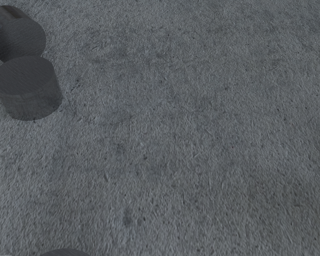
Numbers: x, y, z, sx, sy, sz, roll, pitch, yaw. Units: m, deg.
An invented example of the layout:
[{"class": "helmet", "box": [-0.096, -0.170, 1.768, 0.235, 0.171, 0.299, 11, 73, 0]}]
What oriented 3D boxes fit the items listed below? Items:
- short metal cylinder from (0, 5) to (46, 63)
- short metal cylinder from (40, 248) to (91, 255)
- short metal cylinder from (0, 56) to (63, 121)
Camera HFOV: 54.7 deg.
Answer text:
[{"class": "short metal cylinder", "box": [-0.229, -0.144, 0.487, 0.080, 0.080, 0.050, -36, 59, -26]}, {"class": "short metal cylinder", "box": [-0.081, 0.150, 0.260, 0.080, 0.050, 0.080, 0, 50, 0]}, {"class": "short metal cylinder", "box": [-0.183, -0.056, 0.433, 0.080, 0.050, 0.080, 0, 50, 0]}]
